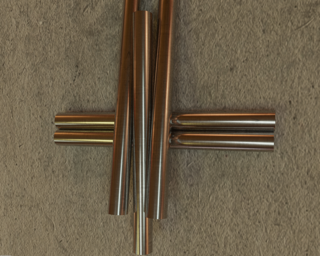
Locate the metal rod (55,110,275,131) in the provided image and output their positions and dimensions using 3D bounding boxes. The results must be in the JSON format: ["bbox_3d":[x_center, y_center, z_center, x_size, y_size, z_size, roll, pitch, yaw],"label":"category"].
[{"bbox_3d":[-0.007,-0.010,0.413,0.301,0.025,0.025,0,90,19],"label":"metal rod"}]

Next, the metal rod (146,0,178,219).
[{"bbox_3d":[0.004,-0.042,0.385,0.025,0.025,0.298,0,82,19],"label":"metal rod"}]

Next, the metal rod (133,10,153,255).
[{"bbox_3d":[-0.022,0.005,0.390,0.025,0.025,0.298,0,90,19],"label":"metal rod"}]

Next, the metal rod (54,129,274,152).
[{"bbox_3d":[-0.008,0.015,0.413,0.301,0.025,0.025,0,90,19],"label":"metal rod"}]

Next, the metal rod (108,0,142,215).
[{"bbox_3d":[-0.044,-0.042,0.402,0.025,0.025,0.298,0,82,19],"label":"metal rod"}]
